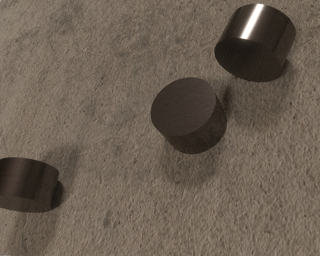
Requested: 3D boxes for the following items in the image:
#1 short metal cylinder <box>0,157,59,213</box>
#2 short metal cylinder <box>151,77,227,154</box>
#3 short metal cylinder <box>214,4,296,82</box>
[{"bbox_3d":[-0.181,0.078,0.414,0.080,0.080,0.050,-10,58,23],"label":"short metal cylinder"},{"bbox_3d":[0.036,-0.015,0.377,0.080,0.050,0.080,-13,56,20],"label":"short metal cylinder"},{"bbox_3d":[0.112,-0.099,0.370,0.080,0.080,0.050,17,71,34],"label":"short metal cylinder"}]
